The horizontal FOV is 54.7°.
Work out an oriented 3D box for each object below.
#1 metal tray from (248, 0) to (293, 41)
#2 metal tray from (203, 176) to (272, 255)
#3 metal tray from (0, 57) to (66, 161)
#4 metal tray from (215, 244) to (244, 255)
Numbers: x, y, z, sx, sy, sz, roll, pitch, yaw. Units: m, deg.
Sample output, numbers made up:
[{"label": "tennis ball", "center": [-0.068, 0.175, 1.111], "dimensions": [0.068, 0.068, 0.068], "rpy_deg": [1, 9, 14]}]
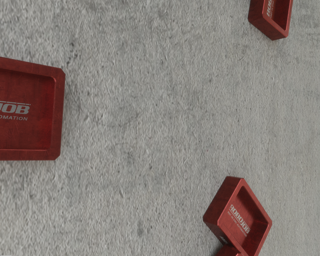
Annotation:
[{"label": "metal tray", "center": [0.210, -0.242, 0.576], "dimensions": [0.091, 0.030, 0.129], "rpy_deg": [18, 78, -39]}, {"label": "metal tray", "center": [0.132, 0.154, 0.512], "dimensions": [0.090, 0.030, 0.130], "rpy_deg": [-52, 121, -27]}, {"label": "metal tray", "center": [-0.154, -0.017, 0.271], "dimensions": [0.131, 0.030, 0.089], "rpy_deg": [5, 87, -40]}, {"label": "metal tray", "center": [0.113, 0.255, 0.483], "dimensions": [0.090, 0.030, 0.130], "rpy_deg": [-44, 117, -17]}]
